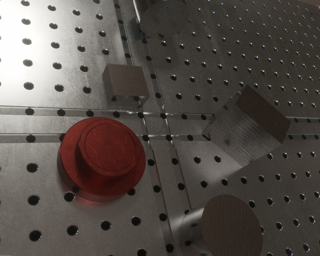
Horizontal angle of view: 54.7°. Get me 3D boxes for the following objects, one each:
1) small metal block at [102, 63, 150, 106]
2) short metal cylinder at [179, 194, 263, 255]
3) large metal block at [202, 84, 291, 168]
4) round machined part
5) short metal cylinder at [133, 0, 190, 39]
[{"bbox_3d":[-0.047,-0.058,0.420,0.050,0.025,0.050,-1,62,-29],"label":"small metal block"},{"bbox_3d":[0.069,0.123,0.356,0.081,0.050,0.080,14,56,-21],"label":"short metal cylinder"},{"bbox_3d":[0.121,-0.001,0.441,0.080,0.080,0.050,40,51,-1],"label":"large metal block"},{"bbox_3d":[-0.061,0.029,0.348,0.099,0.042,0.098,14,56,-21],"label":"round machined part"},{"bbox_3d":[0.002,-0.189,0.491,0.081,0.080,0.050,-1,62,-29],"label":"short metal cylinder"}]
